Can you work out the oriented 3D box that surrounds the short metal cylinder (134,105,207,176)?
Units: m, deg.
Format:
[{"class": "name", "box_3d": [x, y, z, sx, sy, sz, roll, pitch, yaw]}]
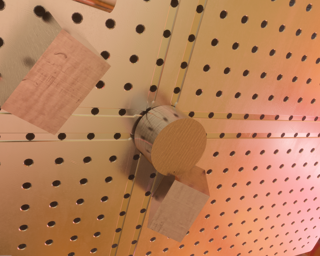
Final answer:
[{"class": "short metal cylinder", "box_3d": [0.014, 0.016, 0.406, 0.081, 0.050, 0.079, -13, 118, -25]}]

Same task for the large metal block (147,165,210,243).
[{"class": "large metal block", "box_3d": [0.026, 0.098, 0.441, 0.050, 0.080, 0.080, 27, 106, -5]}]

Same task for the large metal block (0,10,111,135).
[{"class": "large metal block", "box_3d": [-0.101, -0.054, 0.287, 0.080, 0.080, 0.050, -49, 129, 6]}]

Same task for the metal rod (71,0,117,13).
[{"class": "metal rod", "box_3d": [-0.174, -0.144, 0.226, 0.302, 0.025, 0.025, 8, 115, -32]}]
